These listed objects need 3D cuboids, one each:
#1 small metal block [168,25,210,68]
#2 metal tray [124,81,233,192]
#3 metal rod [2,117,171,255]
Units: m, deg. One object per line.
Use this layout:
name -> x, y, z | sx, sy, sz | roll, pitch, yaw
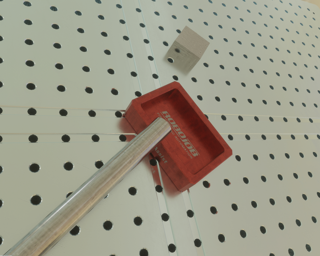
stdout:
small metal block -> 0.049, -0.136, 0.518 | 0.050, 0.025, 0.050 | 35, 51, -5
metal tray -> 0.026, 0.007, 0.414 | 0.091, 0.030, 0.130 | -29, 78, -38
metal rod -> -0.089, 0.084, 0.289 | 0.025, 0.025, 0.302 | 45, 57, 3
